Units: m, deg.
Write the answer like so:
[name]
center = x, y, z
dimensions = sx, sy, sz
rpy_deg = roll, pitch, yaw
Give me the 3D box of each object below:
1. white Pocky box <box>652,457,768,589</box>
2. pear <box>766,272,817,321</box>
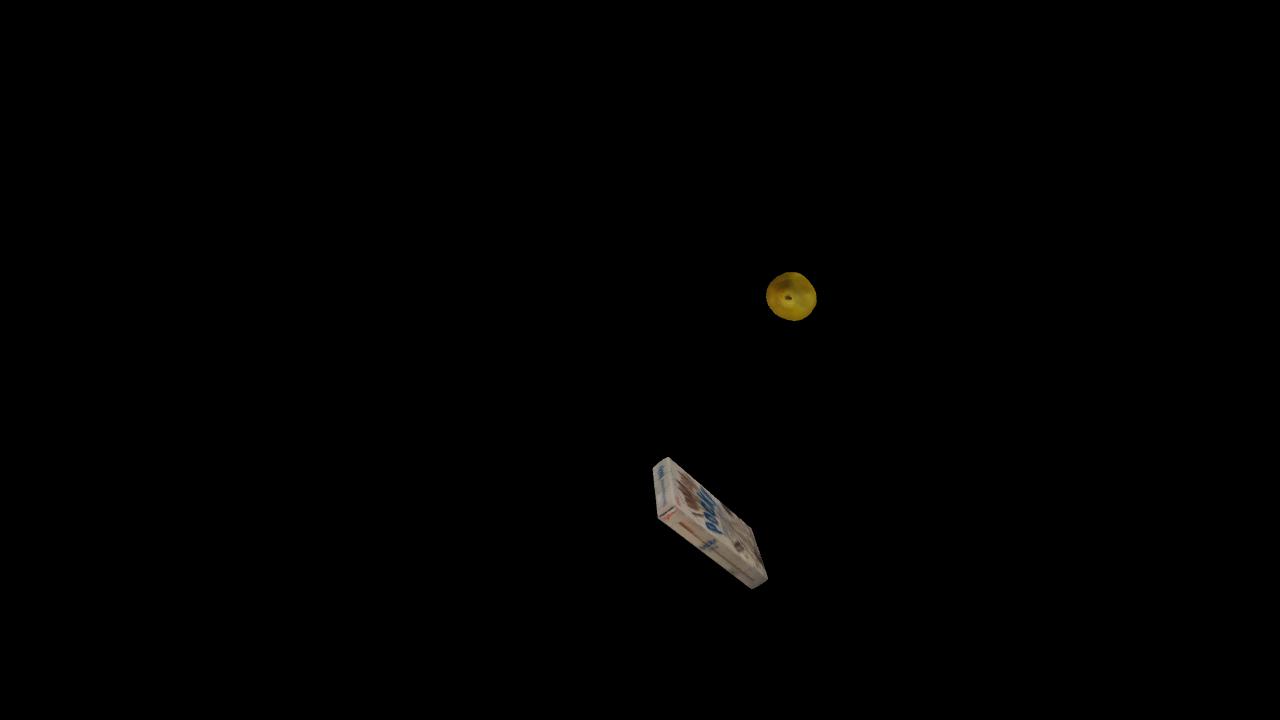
[white Pocky box]
center = 0.076, 0.180, 0.676
dimensions = 0.154, 0.028, 0.084
rpy_deg = 42, 18, -22
[pear]
center = 0.232, -0.100, 0.967
dimensions = 0.080, 0.080, 0.111
rpy_deg = 0, 1, 28
